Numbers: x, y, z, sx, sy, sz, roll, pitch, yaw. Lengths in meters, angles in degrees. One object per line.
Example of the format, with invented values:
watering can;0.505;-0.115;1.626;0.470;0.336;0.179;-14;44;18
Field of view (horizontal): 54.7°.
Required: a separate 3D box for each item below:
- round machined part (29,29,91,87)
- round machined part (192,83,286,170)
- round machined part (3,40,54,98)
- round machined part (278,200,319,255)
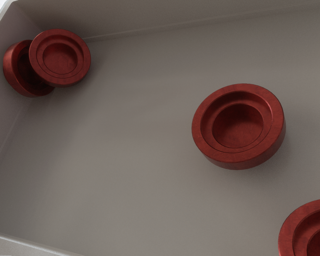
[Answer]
round machined part;-0.172;-0.116;0.534;0.098;0.098;0.042;-65;16;-18
round machined part;0.089;0.002;0.347;0.098;0.042;0.098;-13;56;21
round machined part;-0.232;-0.101;0.544;0.042;0.098;0.098;-6;59;27
round machined part;0.145;0.105;0.239;0.098;0.042;0.098;-14;34;10
